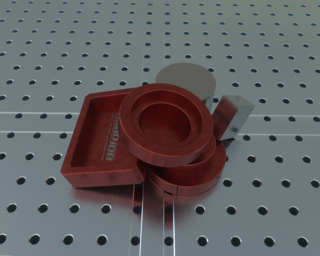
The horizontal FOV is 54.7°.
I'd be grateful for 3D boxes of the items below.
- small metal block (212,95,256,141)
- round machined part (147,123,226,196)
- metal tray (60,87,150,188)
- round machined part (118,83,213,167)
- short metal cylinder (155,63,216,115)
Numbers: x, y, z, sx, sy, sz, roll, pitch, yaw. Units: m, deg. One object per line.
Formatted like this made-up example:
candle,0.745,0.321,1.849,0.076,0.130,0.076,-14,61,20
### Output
small metal block,0.089,-0.014,0.391,0.025,0.050,0.050,39,25,27
round machined part,0.030,0.028,0.372,0.099,0.042,0.098,0,50,0
metal tray,-0.059,0.007,0.383,0.090,0.030,0.130,-6,49,13
round machined part,0.004,0.001,0.334,0.099,0.042,0.098,7,51,-8
short metal cylinder,0.034,-0.046,0.430,0.081,0.050,0.080,0,50,0
